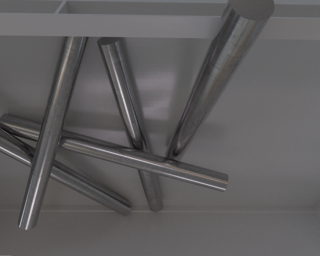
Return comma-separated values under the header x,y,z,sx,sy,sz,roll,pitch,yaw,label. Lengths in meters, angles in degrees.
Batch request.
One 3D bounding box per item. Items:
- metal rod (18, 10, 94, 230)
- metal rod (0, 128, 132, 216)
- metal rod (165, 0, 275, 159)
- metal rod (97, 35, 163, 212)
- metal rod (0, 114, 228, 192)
x,y,z,sx,sy,sz,roll,pitch,yaw,label
-0.133,0.010,0.374,0.025,0.025,0.298,17,116,-14,metal rod
-0.148,0.058,0.434,0.025,0.025,0.301,-30,131,23,metal rod
0.035,-0.015,0.306,0.025,0.025,0.299,5,159,-4,metal rod
-0.030,0.018,0.424,0.025,0.025,0.298,-7,130,6,metal rod
-0.059,0.033,0.407,0.302,0.025,0.025,15,129,-2,metal rod
